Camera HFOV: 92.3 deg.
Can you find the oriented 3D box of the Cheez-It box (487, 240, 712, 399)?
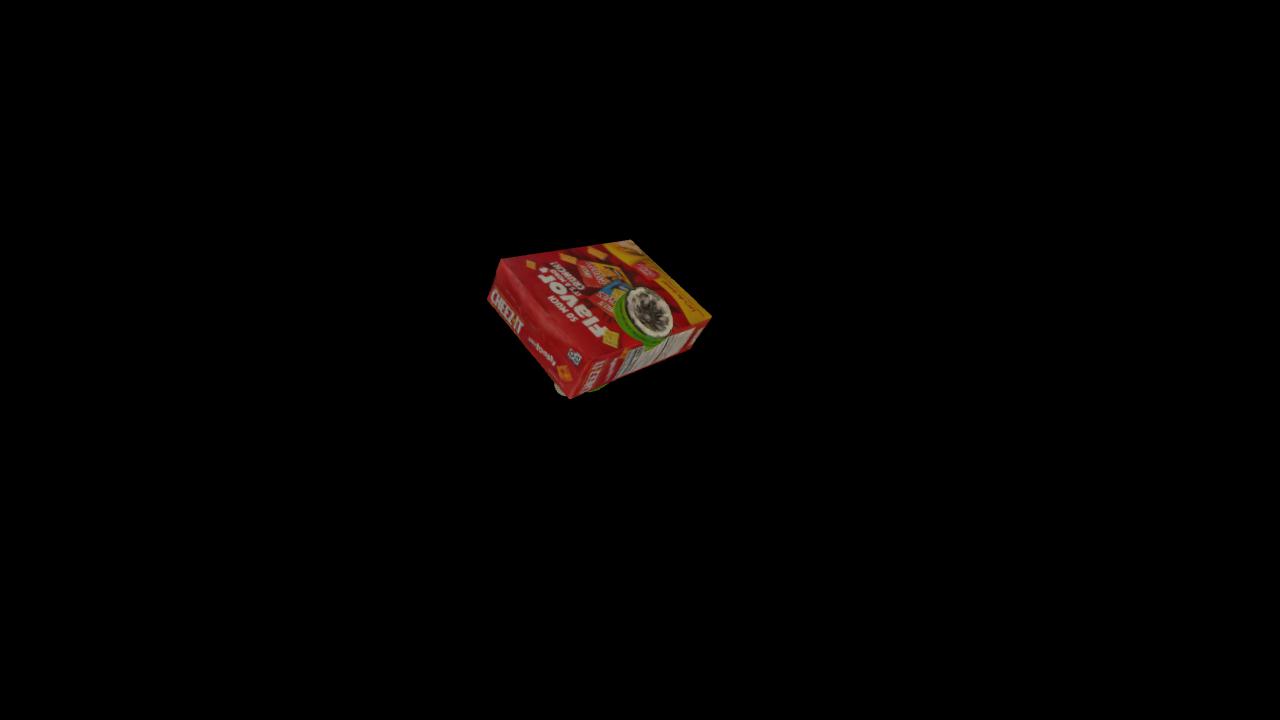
[{"bbox_3d":[-0.043,-0.061,0.741,0.166,0.071,0.223,47,40,20],"label":"Cheez-It box"}]

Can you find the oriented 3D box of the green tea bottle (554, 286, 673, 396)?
[{"bbox_3d":[-0.045,-0.010,0.760,0.073,0.073,0.212,0,-24,-36],"label":"green tea bottle"}]
